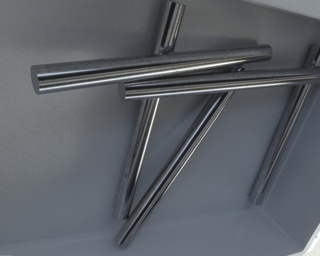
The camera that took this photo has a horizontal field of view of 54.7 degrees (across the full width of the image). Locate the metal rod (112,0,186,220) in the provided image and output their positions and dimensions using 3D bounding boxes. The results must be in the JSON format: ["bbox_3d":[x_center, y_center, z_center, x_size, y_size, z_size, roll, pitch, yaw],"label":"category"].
[{"bbox_3d":[-0.021,-0.004,0.394,0.025,0.025,0.298,1,118,-29],"label":"metal rod"}]

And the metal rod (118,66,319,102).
[{"bbox_3d":[0.096,-0.059,0.390,0.303,0.025,0.025,-8,122,-25],"label":"metal rod"}]

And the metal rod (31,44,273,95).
[{"bbox_3d":[0.019,-0.071,0.341,0.303,0.025,0.025,-14,125,-32],"label":"metal rod"}]

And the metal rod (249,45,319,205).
[{"bbox_3d":[0.211,0.009,0.529,0.025,0.025,0.298,-2,119,-28],"label":"metal rod"}]

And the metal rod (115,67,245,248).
[{"bbox_3d":[0.027,0.043,0.435,0.025,0.025,0.299,29,98,-38],"label":"metal rod"}]
